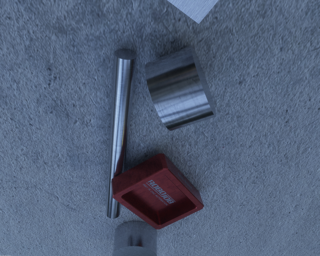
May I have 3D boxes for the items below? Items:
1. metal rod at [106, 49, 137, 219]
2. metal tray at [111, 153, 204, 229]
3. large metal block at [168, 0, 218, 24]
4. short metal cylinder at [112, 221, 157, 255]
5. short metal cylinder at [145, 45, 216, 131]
[{"bbox_3d":[-0.059,0.032,0.433,0.025,0.025,0.298,6,130,-6],"label":"metal rod"},{"bbox_3d":[-0.001,0.101,0.471,0.090,0.030,0.130,-30,132,12],"label":"metal tray"},{"bbox_3d":[0.026,-0.152,0.262,0.080,0.050,0.080,29,124,-23],"label":"large metal block"},{"bbox_3d":[-0.045,0.216,0.575,0.081,0.050,0.079,0,130,0],"label":"short metal cylinder"},{"bbox_3d":[0.024,-0.042,0.336,0.050,0.080,0.080,-19,128,15],"label":"short metal cylinder"}]
